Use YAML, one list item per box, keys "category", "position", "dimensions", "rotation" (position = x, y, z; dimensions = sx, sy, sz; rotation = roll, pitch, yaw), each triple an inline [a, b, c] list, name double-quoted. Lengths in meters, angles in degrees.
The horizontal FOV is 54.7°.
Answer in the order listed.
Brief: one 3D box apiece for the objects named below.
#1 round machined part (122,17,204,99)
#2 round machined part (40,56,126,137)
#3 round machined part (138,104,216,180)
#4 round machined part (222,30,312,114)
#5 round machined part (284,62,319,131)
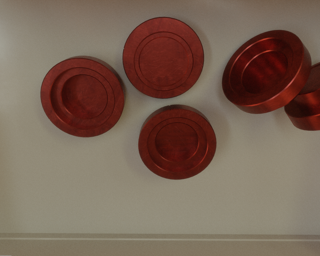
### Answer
- category: "round machined part"
  position: [0.004, -0.082, 0.372]
  dimensions: [0.099, 0.042, 0.097]
  rotation: [0, 110, -1]
- category: "round machined part"
  position: [-0.092, -0.041, 0.386]
  dimensions: [0.099, 0.042, 0.097]
  rotation: [0, 110, -1]
- category: "round machined part"
  position: [0.022, 0.015, 0.408]
  dimensions: [0.099, 0.042, 0.097]
  rotation: [0, 110, -1]
- category: "round machined part"
  position: [0.125, -0.060, 0.358]
  dimensions: [0.042, 0.098, 0.098]
  rotation: [31, 109, -37]
- category: "round machined part"
  position: [0.191, -0.044, 0.359]
  dimensions: [0.098, 0.098, 0.042]
  rotation: [-35, 107, 11]
